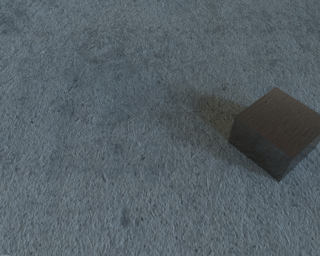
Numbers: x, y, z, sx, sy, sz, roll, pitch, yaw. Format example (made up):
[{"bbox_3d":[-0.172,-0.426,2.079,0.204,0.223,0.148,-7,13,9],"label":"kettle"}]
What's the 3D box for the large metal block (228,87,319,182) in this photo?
[{"bbox_3d":[0.146,0.005,0.384,0.080,0.050,0.080,-33,58,-25],"label":"large metal block"}]
